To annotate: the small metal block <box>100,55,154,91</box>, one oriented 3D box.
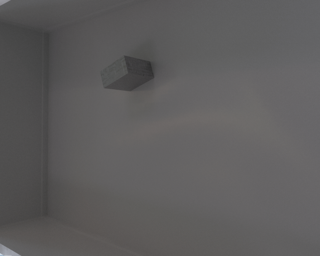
[{"bbox_3d":[-0.045,-0.074,0.429,0.050,0.050,0.025,-23,76,38],"label":"small metal block"}]
